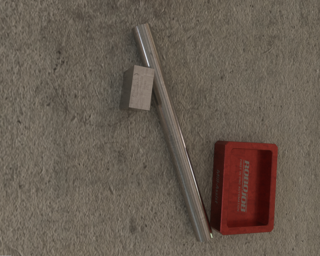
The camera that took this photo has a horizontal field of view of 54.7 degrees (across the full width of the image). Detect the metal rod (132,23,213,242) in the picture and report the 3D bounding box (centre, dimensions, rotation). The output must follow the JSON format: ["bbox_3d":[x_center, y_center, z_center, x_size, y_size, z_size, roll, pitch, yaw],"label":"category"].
[{"bbox_3d":[0.019,0.011,0.417,0.025,0.025,0.298,-19,97,-19],"label":"metal rod"}]

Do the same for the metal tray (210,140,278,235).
[{"bbox_3d":[0.124,0.085,0.453,0.091,0.030,0.129,4,89,-20],"label":"metal tray"}]

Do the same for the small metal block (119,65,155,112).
[{"bbox_3d":[-0.030,-0.047,0.386,0.025,0.050,0.050,8,87,-20],"label":"small metal block"}]
